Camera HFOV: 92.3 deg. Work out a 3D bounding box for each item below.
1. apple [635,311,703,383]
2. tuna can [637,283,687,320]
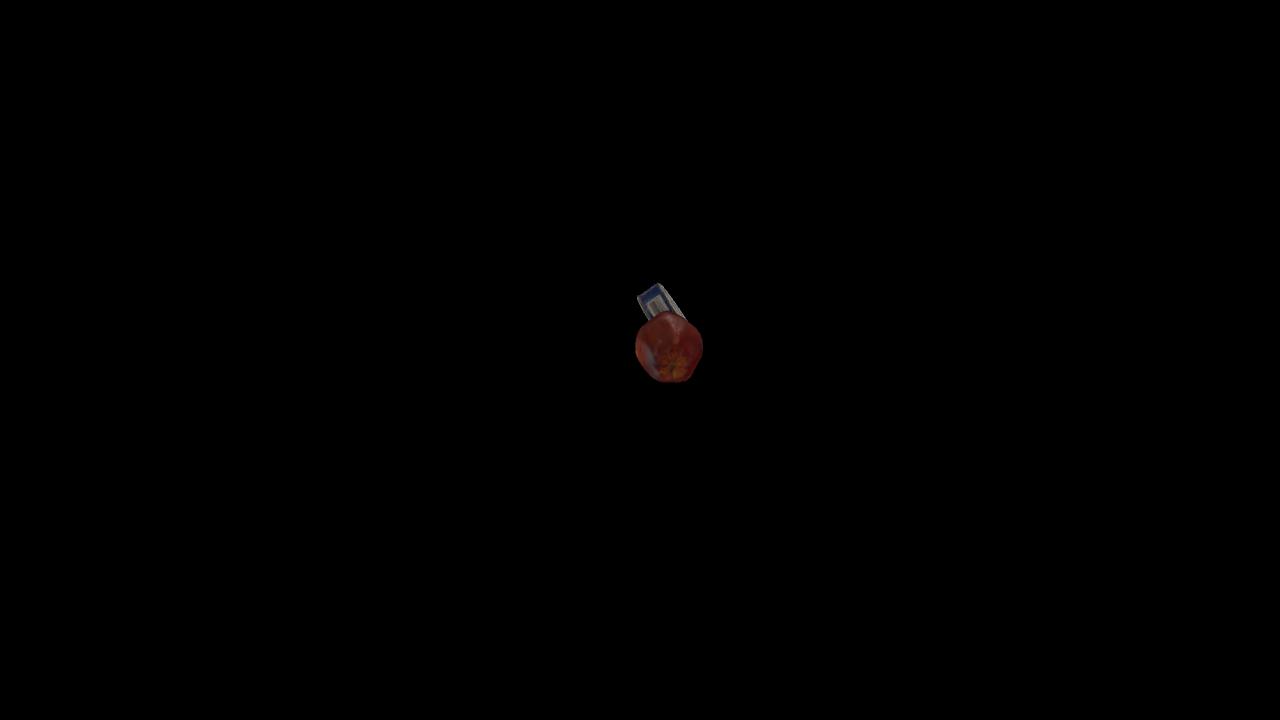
[{"bbox_3d":[0.034,-0.012,0.710,0.079,0.079,0.093,0,27,-7],"label":"apple"},{"bbox_3d":[0.033,-0.054,0.769,0.034,0.084,0.084,-34,-6,10],"label":"tuna can"}]
